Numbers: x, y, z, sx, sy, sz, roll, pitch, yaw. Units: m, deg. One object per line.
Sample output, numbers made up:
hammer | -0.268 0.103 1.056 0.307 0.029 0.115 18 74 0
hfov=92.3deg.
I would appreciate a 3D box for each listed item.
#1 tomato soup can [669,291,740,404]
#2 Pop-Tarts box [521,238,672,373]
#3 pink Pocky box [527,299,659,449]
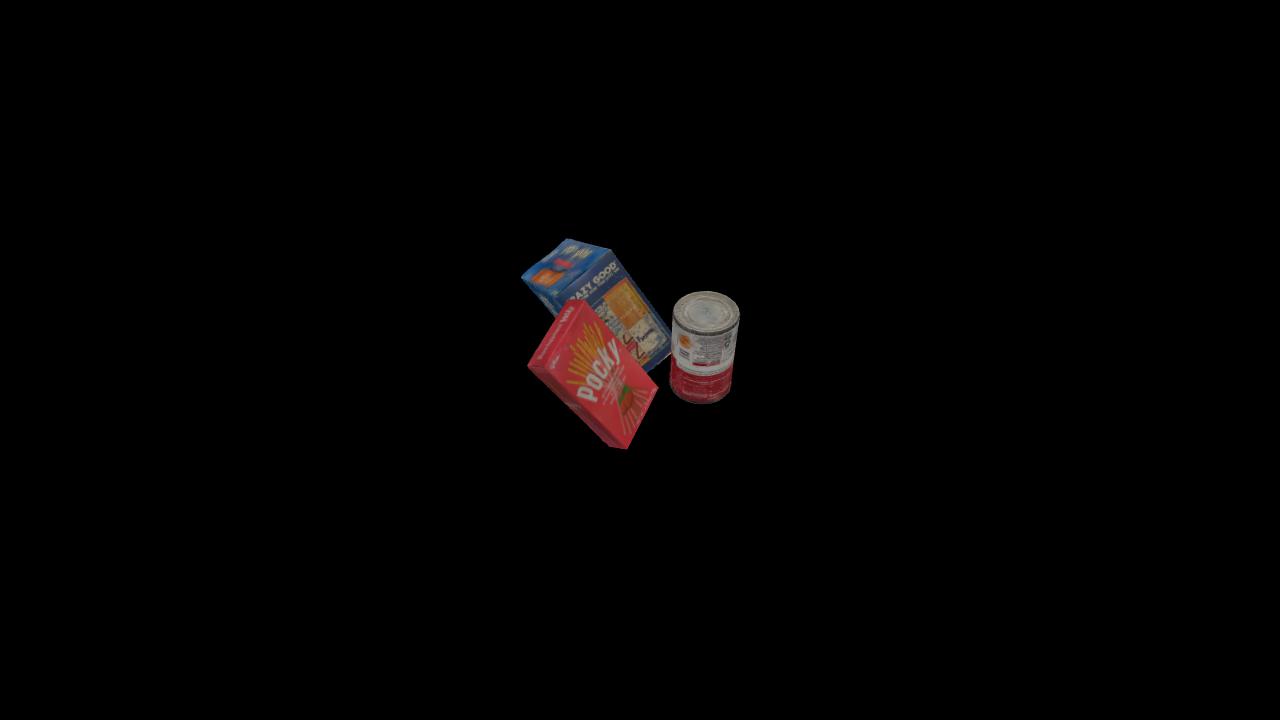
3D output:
tomato soup can | 0.065 -0.012 0.633 0.068 0.101 0.068 -1 44 1
Pop-Tarts box | -0.052 -0.061 0.735 0.083 0.141 0.167 -42 26 -8
pink Pocky box | -0.042 0.018 0.631 0.029 0.084 0.155 4 -34 40
